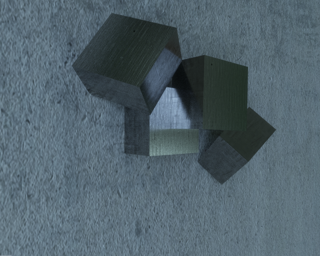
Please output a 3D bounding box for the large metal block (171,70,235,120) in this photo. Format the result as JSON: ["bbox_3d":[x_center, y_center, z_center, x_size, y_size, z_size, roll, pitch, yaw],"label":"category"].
[{"bbox_3d":[0.063,-0.049,0.446,0.081,0.050,0.079,0,90,-40],"label":"large metal block"}]

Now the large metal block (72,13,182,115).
[{"bbox_3d":[-0.032,-0.071,0.336,0.080,0.080,0.050,-61,158,-22],"label":"large metal block"}]

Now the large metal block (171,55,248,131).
[{"bbox_3d":[0.061,-0.037,0.375,0.081,0.050,0.079,3,88,-40],"label":"large metal block"}]

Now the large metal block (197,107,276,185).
[{"bbox_3d":[0.112,0.027,0.458,0.050,0.080,0.080,44,56,12],"label":"large metal block"}]

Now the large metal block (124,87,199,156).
[{"bbox_3d":[0.003,-0.008,0.392,0.081,0.050,0.079,0,90,-40],"label":"large metal block"}]
